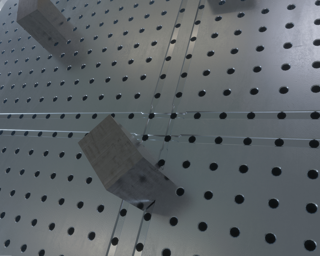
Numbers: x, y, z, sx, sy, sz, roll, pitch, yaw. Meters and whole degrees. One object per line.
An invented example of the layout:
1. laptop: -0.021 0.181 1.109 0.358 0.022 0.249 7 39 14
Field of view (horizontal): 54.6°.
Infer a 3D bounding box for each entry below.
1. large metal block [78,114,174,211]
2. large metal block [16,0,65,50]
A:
1. large metal block: -0.040 0.042 0.369 0.050 0.080 0.080 -42 51 -1
2. large metal block: -0.244 -0.226 0.641 0.050 0.080 0.080 -24 53 13
